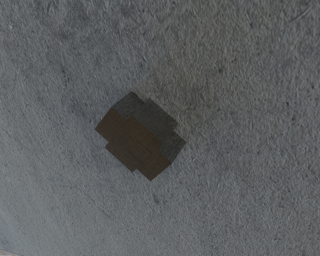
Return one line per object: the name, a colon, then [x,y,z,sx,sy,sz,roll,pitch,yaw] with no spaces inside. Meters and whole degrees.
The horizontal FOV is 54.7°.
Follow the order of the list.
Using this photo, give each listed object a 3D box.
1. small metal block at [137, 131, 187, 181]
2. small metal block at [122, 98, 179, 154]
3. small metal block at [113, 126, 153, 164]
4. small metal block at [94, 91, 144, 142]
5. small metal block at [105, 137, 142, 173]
small metal block: [0.002,0.036,0.411,0.025,0.050,0.050,43,129,-2]
small metal block: [-0.011,-0.004,0.393,0.050,0.050,0.025,42,129,-1]
small metal block: [-0.025,0.010,0.409,0.050,0.050,0.025,43,129,-2]
small metal block: [-0.052,-0.016,0.408,0.025,0.050,0.050,43,129,-2]
small metal block: [-0.038,0.024,0.425,0.050,0.050,0.025,43,129,-2]
